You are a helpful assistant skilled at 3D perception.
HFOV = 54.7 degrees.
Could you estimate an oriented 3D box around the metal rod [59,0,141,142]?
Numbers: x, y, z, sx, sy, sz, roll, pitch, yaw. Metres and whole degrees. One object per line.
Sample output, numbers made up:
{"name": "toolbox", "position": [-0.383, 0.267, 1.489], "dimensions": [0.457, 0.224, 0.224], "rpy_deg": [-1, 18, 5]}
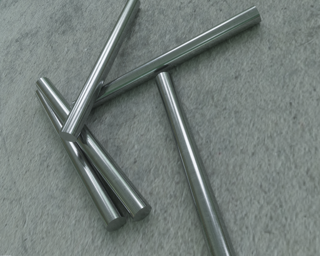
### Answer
{"name": "metal rod", "position": [-0.085, -0.109, 0.488], "dimensions": [0.025, 0.025, 0.300], "rpy_deg": [-2, 53, 27]}

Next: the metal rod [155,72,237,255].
{"name": "metal rod", "position": [0.038, 0.046, 0.354], "dimensions": [0.025, 0.025, 0.299], "rpy_deg": [-25, 53, 12]}

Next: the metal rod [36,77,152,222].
{"name": "metal rod", "position": [-0.108, 0.011, 0.438], "dimensions": [0.025, 0.025, 0.300], "rpy_deg": [-44, 56, -2]}

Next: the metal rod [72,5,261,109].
{"name": "metal rod", "position": [0.002, -0.095, 0.459], "dimensions": [0.301, 0.025, 0.025], "rpy_deg": [-26, 53, 11]}

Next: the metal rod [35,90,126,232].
{"name": "metal rod", "position": [-0.129, 0.025, 0.453], "dimensions": [0.025, 0.025, 0.300], "rpy_deg": [-42, 51, -1]}
